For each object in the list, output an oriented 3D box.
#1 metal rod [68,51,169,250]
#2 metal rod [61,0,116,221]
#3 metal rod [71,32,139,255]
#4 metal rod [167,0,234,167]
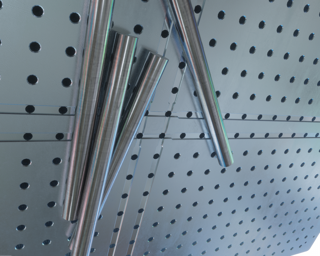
[{"bbox_3d":[-0.061,0.044,0.406,0.025,0.025,0.298,12,112,-34],"label":"metal rod"},{"bbox_3d":[-0.086,-0.015,0.356,0.025,0.025,0.298,0,118,-29],"label":"metal rod"},{"bbox_3d":[-0.072,0.037,0.378,0.025,0.025,0.298,4,111,-31],"label":"metal rod"},{"bbox_3d":[0.060,-0.052,0.413,0.025,0.025,0.299,-31,129,-9],"label":"metal rod"}]
